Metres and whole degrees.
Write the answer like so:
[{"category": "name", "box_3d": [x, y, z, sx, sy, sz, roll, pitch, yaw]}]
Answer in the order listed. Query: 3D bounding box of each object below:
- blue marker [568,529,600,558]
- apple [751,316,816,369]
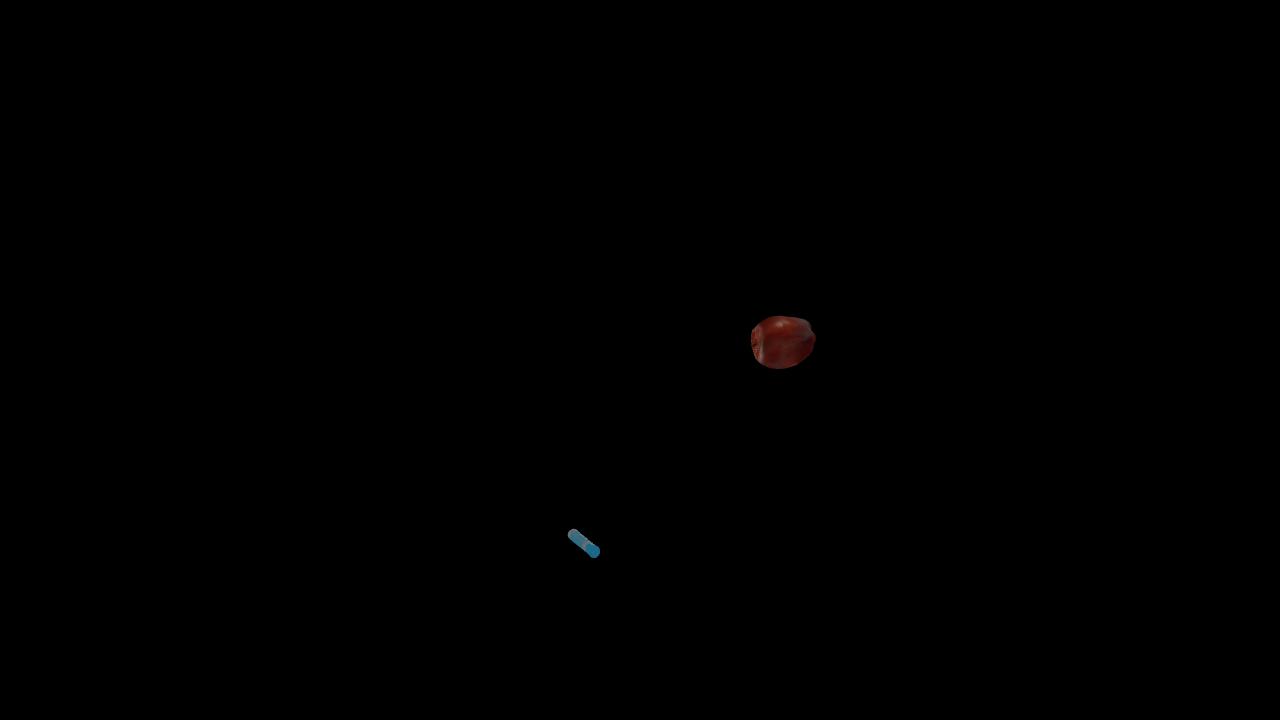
[{"category": "blue marker", "box_3d": [-0.090, 0.293, 0.983, 0.020, 0.020, 0.121, 0, -2, -23]}, {"category": "apple", "box_3d": [0.207, -0.026, 0.902, 0.093, 0.079, 0.079, -8, 1, -5]}]
